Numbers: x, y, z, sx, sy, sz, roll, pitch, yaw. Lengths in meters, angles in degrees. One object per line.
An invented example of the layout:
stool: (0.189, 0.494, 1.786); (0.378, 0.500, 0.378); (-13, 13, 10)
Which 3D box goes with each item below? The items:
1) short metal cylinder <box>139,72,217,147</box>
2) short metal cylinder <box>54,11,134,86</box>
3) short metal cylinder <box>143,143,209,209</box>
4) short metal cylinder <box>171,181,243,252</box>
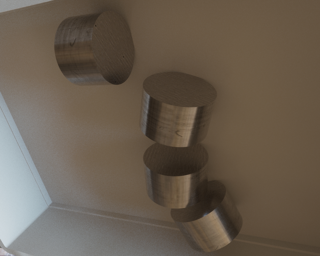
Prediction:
short metal cylinder: (0.019, -0.023, 0.348); (0.080, 0.080, 0.050); (20, 126, 16)
short metal cylinder: (-0.072, -0.089, 0.354); (0.050, 0.080, 0.079); (2, 120, 27)
short metal cylinder: (0.021, 0.056, 0.396); (0.080, 0.080, 0.050); (10, 123, 22)
short metal cylinder: (0.061, 0.115, 0.411); (0.080, 0.080, 0.050); (-19, 108, 35)
